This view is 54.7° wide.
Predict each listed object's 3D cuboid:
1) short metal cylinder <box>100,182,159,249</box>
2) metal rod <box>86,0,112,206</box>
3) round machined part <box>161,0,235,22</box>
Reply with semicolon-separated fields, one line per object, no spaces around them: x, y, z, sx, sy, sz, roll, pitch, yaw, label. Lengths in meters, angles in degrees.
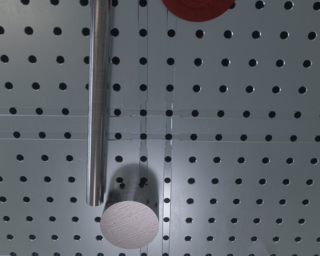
-0.041;0.125;0.446;0.081;0.050;0.079;0;110;0;short metal cylinder
-0.080;-0.032;0.400;0.025;0.025;0.298;5;110;-2;metal rod
0.044;-0.169;0.343;0.099;0.042;0.097;0;110;0;round machined part
